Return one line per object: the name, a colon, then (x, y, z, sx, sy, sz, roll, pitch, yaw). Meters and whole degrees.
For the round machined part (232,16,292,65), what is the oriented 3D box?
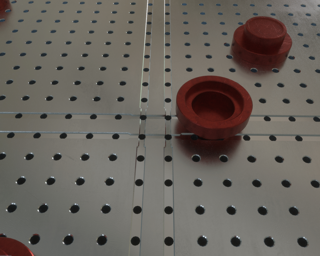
round machined part: (0.176, -0.155, 0.529, 0.099, 0.042, 0.098, 0, 50, 0)

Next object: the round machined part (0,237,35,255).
round machined part: (-0.158, 0.144, 0.273, 0.099, 0.042, 0.098, 0, 50, 0)

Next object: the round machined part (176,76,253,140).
round machined part: (0.070, -0.023, 0.417, 0.099, 0.042, 0.098, 0, 50, 0)

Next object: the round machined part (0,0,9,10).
round machined part: (-0.360, -0.267, 0.616, 0.099, 0.042, 0.098, 0, 50, 0)
